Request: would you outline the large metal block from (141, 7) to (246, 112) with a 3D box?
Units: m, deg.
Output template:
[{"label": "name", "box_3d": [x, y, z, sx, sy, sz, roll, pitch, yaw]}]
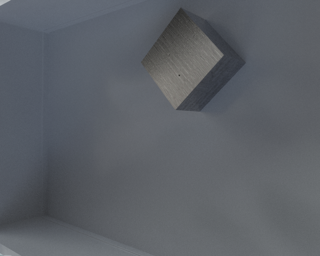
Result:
[{"label": "large metal block", "box_3d": [0.036, -0.076, 0.362, 0.080, 0.050, 0.080, -49, 61, 29]}]
